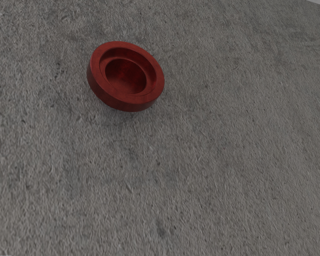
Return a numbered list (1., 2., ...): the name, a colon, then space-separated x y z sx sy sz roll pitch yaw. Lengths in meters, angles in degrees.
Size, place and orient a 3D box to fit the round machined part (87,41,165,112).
1. round machined part: -0.047 -0.062 0.405 0.099 0.042 0.098 13 56 -21
